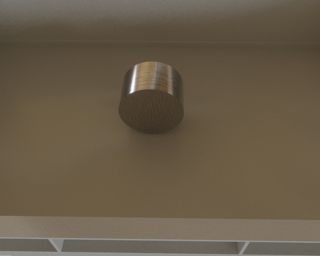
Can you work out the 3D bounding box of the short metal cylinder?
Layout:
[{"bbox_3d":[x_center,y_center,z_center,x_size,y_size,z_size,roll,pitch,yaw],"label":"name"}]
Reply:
[{"bbox_3d":[-0.010,-0.038,0.397,0.080,0.080,0.050,1,50,1],"label":"short metal cylinder"}]
